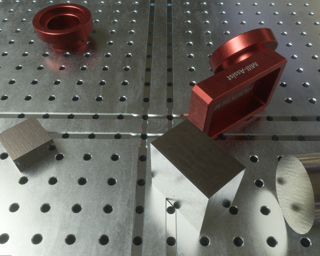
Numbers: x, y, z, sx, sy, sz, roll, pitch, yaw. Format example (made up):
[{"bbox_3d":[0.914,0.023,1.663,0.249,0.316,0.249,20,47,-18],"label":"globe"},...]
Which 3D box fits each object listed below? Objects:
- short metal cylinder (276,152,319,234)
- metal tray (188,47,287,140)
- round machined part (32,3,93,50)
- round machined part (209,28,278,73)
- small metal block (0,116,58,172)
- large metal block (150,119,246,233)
[{"bbox_3d":[0.161,0.065,0.318,0.050,0.080,0.080,-4,50,-4],"label":"short metal cylinder"},{"bbox_3d":[0.096,-0.039,0.398,0.131,0.090,0.030,-29,58,-22],"label":"metal tray"},{"bbox_3d":[-0.166,-0.174,0.542,0.099,0.042,0.098,0,50,0],"label":"round machined part"},{"bbox_3d":[0.125,-0.099,0.451,0.099,0.098,0.042,-18,78,-15],"label":"round machined part"},{"bbox_3d":[-0.167,0.019,0.390,0.050,0.025,0.050,-33,57,-25],"label":"small metal block"},{"bbox_3d":[0.036,0.051,0.329,0.050,0.080,0.080,-33,58,-24],"label":"large metal block"}]
